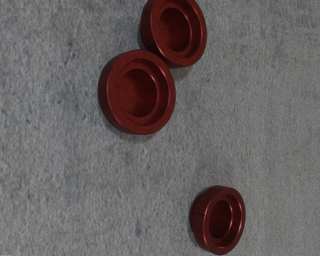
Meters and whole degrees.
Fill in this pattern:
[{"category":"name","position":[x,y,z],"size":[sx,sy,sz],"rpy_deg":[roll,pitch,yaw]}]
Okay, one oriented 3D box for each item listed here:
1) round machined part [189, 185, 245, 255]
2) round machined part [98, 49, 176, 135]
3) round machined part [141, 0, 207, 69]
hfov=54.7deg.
[{"category":"round machined part","position":[0.083,0.135,0.466],"size":[0.099,0.042,0.097],"rpy_deg":[0,90,-40]},{"category":"round machined part","position":[-0.031,-0.041,0.369],"size":[0.099,0.042,0.097],"rpy_deg":[0,90,-40]},{"category":"round machined part","position":[0.014,-0.126,0.407],"size":[0.099,0.042,0.097],"rpy_deg":[0,90,-40]}]
